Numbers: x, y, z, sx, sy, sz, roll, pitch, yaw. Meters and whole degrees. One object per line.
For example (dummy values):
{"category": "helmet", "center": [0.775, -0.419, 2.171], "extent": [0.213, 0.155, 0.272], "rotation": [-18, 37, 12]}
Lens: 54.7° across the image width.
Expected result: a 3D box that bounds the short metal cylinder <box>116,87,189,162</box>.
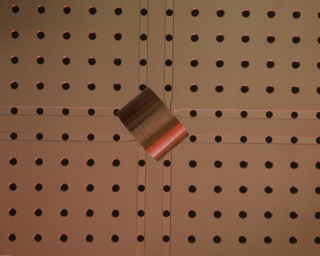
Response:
{"category": "short metal cylinder", "center": [-0.009, -0.005, 0.385], "extent": [0.050, 0.080, 0.080], "rotation": [-40, 91, 0]}
